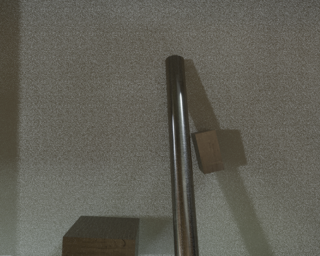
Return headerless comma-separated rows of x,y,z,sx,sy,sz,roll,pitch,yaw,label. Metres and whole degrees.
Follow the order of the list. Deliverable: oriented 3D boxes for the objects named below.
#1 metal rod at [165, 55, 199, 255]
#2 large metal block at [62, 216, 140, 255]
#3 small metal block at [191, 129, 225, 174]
0.024,0.047,0.352,0.025,0.025,0.299,-2,66,0,metal rod
-0.069,0.147,0.383,0.081,0.080,0.050,3,90,-1,large metal block
0.060,0.029,0.400,0.025,0.050,0.050,-13,90,0,small metal block
